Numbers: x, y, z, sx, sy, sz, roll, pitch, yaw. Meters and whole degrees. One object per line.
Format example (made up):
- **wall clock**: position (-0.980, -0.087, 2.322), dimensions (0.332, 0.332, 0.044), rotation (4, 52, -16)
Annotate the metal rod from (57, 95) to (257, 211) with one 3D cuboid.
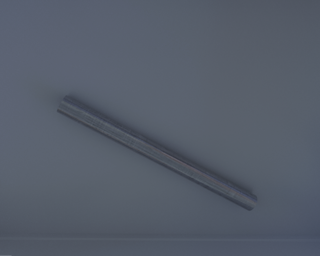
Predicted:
- **metal rod**: position (0.004, 0.039, 0.425), dimensions (0.301, 0.025, 0.025), rotation (28, 107, -11)
